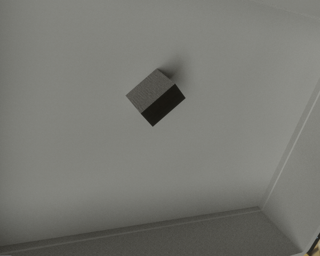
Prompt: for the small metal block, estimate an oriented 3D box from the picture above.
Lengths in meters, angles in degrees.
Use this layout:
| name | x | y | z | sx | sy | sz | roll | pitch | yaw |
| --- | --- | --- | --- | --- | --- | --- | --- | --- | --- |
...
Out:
| name | x | y | z | sx | sy | sz | roll | pitch | yaw |
| --- | --- | --- | --- | --- | --- | --- | --- | --- | --- |
| small metal block | -0.006 | -0.037 | 0.366 | 0.050 | 0.050 | 0.025 | -41 | 129 | 0 |
